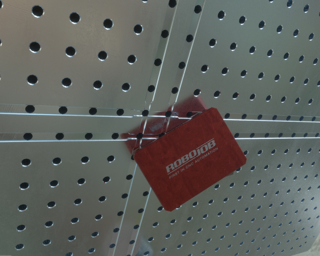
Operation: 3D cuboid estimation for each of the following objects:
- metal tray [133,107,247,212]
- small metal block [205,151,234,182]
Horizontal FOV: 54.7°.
[{"bbox_3d":[0.040,0.041,0.425,0.131,0.030,0.090,-31,90,-9],"label":"metal tray"},{"bbox_3d":[0.078,0.052,0.473,0.050,0.050,0.025,-11,123,-23],"label":"small metal block"}]
